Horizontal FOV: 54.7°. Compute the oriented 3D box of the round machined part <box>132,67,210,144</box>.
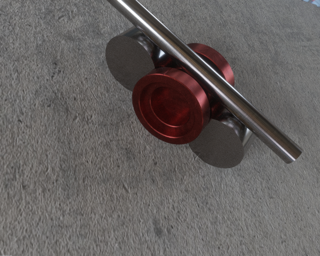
[{"bbox_3d":[0.017,-0.031,0.387,0.098,0.097,0.042,43,47,1],"label":"round machined part"}]

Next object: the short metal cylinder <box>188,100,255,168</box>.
[{"bbox_3d":[0.082,0.007,0.412,0.080,0.080,0.050,43,51,1],"label":"short metal cylinder"}]

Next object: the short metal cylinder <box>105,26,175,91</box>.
[{"bbox_3d":[-0.025,-0.094,0.415,0.080,0.080,0.050,43,51,1],"label":"short metal cylinder"}]

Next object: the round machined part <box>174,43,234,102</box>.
[{"bbox_3d":[0.047,-0.062,0.424,0.098,0.098,0.042,43,55,1],"label":"round machined part"}]

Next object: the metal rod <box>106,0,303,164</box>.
[{"bbox_3d":[0.050,-0.067,0.373,0.300,0.025,0.025,42,51,0],"label":"metal rod"}]
